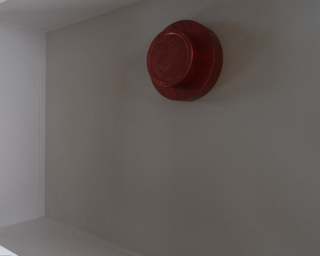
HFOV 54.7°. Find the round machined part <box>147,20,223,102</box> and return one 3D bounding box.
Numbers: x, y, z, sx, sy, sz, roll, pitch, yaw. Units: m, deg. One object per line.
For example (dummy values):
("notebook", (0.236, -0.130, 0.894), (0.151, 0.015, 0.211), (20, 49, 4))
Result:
("round machined part", (0.023, -0.082, 0.376), (0.098, 0.042, 0.097), (0, 90, 39))
